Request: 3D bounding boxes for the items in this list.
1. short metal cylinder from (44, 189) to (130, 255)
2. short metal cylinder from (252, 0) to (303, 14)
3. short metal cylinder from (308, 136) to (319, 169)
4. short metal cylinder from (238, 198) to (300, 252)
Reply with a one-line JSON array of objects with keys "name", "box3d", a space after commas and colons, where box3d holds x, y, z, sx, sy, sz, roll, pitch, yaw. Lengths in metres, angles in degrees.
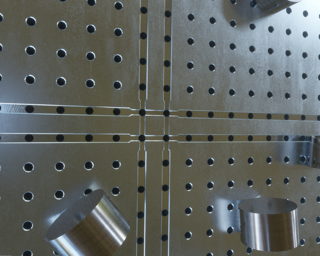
[{"name": "short metal cylinder", "box3d": [-0.082, 0.116, 0.354, 0.080, 0.080, 0.050, -39, 103, -16]}, {"name": "short metal cylinder", "box3d": [0.182, -0.222, 0.468, 0.081, 0.050, 0.079, 0, 90, -20]}, {"name": "short metal cylinder", "box3d": [0.279, 0.041, 0.489, 0.081, 0.080, 0.050, 6, 88, -20]}, {"name": "short metal cylinder", "box3d": [0.154, 0.135, 0.443, 0.081, 0.080, 0.050, -5, 92, -20]}]
